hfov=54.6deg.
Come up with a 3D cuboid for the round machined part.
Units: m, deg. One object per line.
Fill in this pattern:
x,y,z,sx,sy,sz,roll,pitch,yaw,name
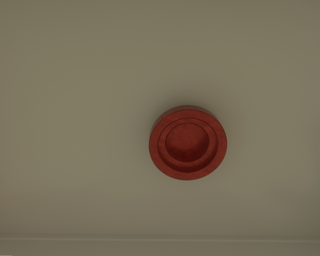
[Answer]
0.035,0.016,0.408,0.099,0.042,0.097,0,110,0,round machined part
